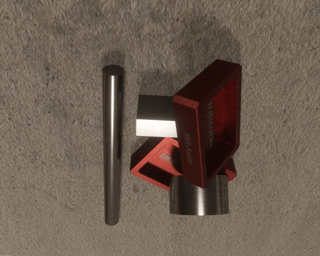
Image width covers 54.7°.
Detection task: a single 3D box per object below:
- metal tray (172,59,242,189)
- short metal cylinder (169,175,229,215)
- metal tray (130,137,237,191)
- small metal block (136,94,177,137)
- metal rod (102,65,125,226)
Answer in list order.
[{"bbox_3d":[0.060,-0.003,0.363,0.030,0.090,0.129,22,140,33],"label":"metal tray"},{"bbox_3d":[0.053,0.091,0.427,0.081,0.050,0.080,0,169,0],"label":"short metal cylinder"},{"bbox_3d":[0.034,0.056,0.451,0.131,0.030,0.090,30,124,-24],"label":"metal tray"},{"bbox_3d":[-0.002,-0.015,0.378,0.050,0.050,0.025,3,130,-3],"label":"small metal block"},{"bbox_3d":[-0.069,0.047,0.446,0.025,0.025,0.298,4,130,-4],"label":"metal rod"}]
